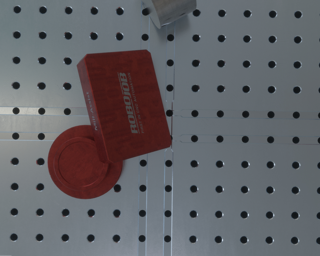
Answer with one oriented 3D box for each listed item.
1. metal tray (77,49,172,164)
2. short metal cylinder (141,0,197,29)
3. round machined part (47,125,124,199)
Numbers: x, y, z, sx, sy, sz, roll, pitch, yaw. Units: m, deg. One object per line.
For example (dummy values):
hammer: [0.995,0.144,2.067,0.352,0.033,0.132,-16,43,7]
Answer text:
metal tray: [-0.043,-0.029,0.389,0.091,0.030,0.129,-14,90,-32]
short metal cylinder: [0.004,-0.172,0.386,0.050,0.080,0.080,-28,90,0]
round machined part: [-0.098,0.045,0.404,0.099,0.042,0.097,0,90,0]
